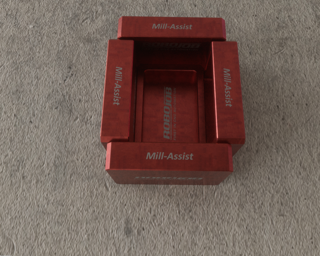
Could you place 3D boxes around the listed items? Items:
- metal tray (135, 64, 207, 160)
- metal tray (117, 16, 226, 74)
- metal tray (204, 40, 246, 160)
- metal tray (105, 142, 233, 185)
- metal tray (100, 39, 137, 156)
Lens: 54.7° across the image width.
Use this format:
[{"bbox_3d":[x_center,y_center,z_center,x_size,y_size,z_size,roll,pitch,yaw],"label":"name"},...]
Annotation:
[{"bbox_3d":[0.014,-0.022,0.415,0.091,0.030,0.130,1,70,0],"label":"metal tray"},{"bbox_3d":[0.014,-0.107,0.413,0.131,0.090,0.030,1,70,0],"label":"metal tray"},{"bbox_3d":[0.075,-0.031,0.386,0.030,0.090,0.130,1,70,0],"label":"metal tray"},{"bbox_3d":[0.010,0.044,0.358,0.131,0.090,0.030,1,70,0],"label":"metal tray"},{"bbox_3d":[-0.047,-0.032,0.385,0.030,0.090,0.130,1,70,0],"label":"metal tray"}]
